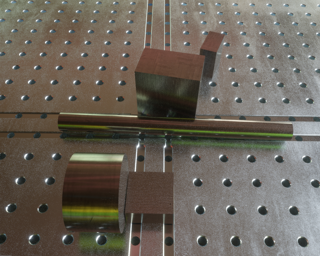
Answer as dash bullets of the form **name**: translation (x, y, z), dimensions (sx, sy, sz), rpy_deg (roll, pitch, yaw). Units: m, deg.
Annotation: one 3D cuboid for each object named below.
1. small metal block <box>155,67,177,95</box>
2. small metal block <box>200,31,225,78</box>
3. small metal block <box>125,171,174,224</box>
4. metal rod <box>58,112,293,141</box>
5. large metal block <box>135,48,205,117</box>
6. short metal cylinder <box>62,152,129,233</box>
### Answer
- **small metal block**: translation (0.018, -0.076, 0.456), dimensions (0.050, 0.050, 0.025), rpy_deg (9, 51, 7)
- **small metal block**: translation (0.081, -0.116, 0.490), dimensions (0.025, 0.050, 0.050), rpy_deg (17, 52, 14)
- **small metal block**: translation (-0.010, 0.077, 0.343), dimensions (0.050, 0.025, 0.050), rpy_deg (1, 50, 0)
- **metal rod**: translation (0.019, -0.002, 0.409), dimensions (0.302, 0.025, 0.025), rpy_deg (2, 50, 1)
- **large metal block**: translation (0.014, -0.056, 0.419), dimensions (0.080, 0.080, 0.050), rpy_deg (9, 51, 7)
- **short metal cylinder**: translation (-0.062, 0.065, 0.316), dimensions (0.050, 0.080, 0.080), rpy_deg (1, 50, 1)
